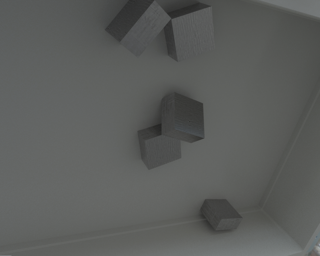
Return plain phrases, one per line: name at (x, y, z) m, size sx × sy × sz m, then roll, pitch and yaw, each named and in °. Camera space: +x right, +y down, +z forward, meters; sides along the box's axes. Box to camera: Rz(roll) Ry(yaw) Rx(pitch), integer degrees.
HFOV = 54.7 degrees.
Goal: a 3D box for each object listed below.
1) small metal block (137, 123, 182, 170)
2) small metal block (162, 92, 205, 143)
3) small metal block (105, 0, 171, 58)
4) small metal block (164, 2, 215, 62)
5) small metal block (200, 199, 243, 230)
small metal block at (0.000, 0.023, 0.423) m, size 0.050 × 0.025 × 0.050 m, roll -18°, pitch 126°, yaw -18°
small metal block at (0.030, -0.012, 0.399) m, size 0.050 × 0.050 × 0.025 m, roll 17°, pitch 153°, yaw -35°
small metal block at (-0.024, -0.105, 0.314) m, size 0.050 × 0.050 × 0.025 m, roll -49°, pitch 129°, yaw 6°
small metal block at (0.034, -0.111, 0.358) m, size 0.050 × 0.025 × 0.050 m, roll -23°, pitch 127°, yaw -15°
small metal block at (0.107, 0.151, 0.544) m, size 0.050 × 0.050 × 0.025 m, roll 9°, pitch 114°, yaw -32°
